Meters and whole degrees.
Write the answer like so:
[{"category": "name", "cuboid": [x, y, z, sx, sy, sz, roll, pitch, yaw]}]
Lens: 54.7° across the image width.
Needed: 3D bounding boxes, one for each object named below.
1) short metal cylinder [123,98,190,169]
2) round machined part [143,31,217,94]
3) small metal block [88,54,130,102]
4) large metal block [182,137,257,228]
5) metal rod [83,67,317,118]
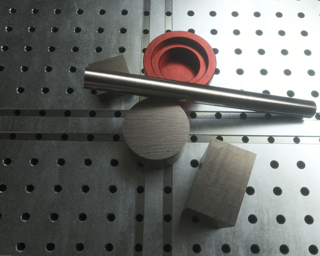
[{"category": "short metal cylinder", "cuboid": [-0.005, 0.008, 0.396, 0.081, 0.050, 0.080, 0, 70, 0]}, {"category": "round machined part", "cuboid": [0.027, -0.083, 0.433, 0.099, 0.042, 0.098, 0, 70, -1]}, {"category": "small metal block", "cuboid": [-0.068, -0.070, 0.436, 0.050, 0.025, 0.050, -17, 71, -7]}, {"category": "large metal block", "cuboid": [0.065, 0.067, 0.359, 0.050, 0.080, 0.080, 21, 71, 7]}, {"category": "metal rod", "cuboid": [0.060, -0.041, 0.390, 0.302, 0.025, 0.025, 6, 70, -13]}]
